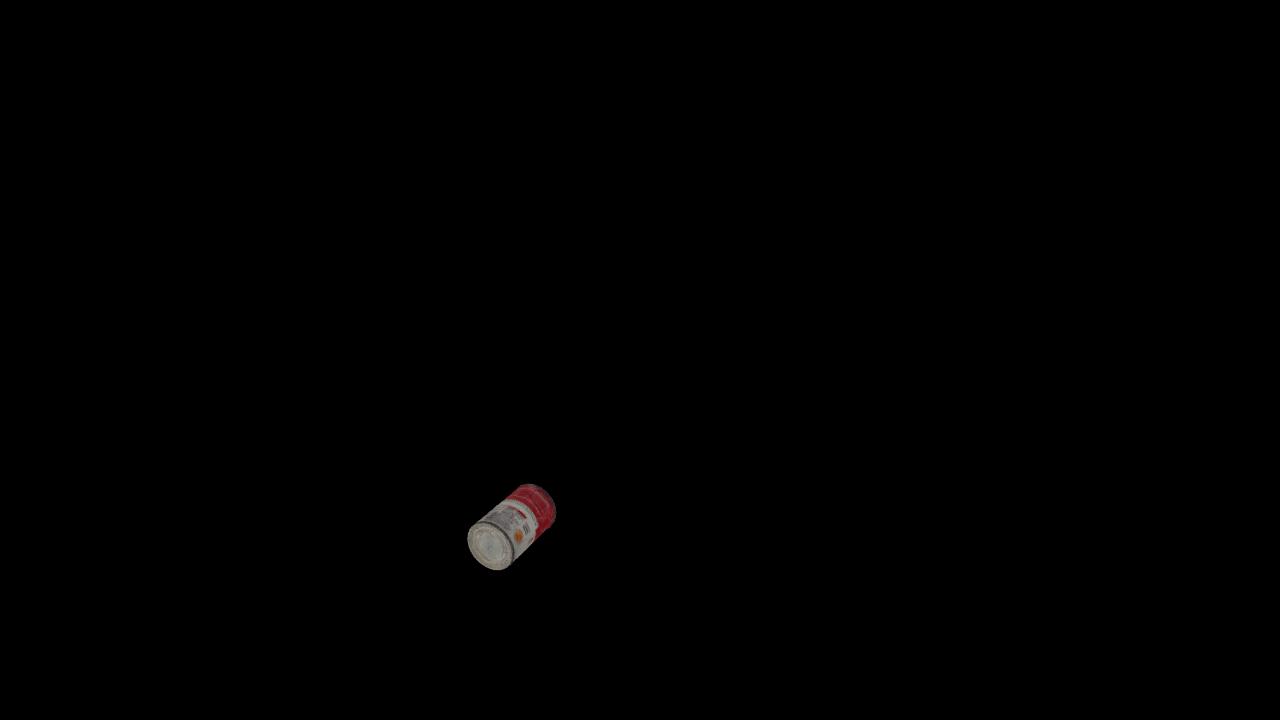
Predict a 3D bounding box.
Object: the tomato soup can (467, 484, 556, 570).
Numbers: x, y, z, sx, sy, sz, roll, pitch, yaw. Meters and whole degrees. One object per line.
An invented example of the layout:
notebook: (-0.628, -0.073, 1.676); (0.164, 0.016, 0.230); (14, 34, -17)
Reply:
tomato soup can: (-0.160, 0.209, 0.775); (0.068, 0.068, 0.101); (0, 16, 24)
